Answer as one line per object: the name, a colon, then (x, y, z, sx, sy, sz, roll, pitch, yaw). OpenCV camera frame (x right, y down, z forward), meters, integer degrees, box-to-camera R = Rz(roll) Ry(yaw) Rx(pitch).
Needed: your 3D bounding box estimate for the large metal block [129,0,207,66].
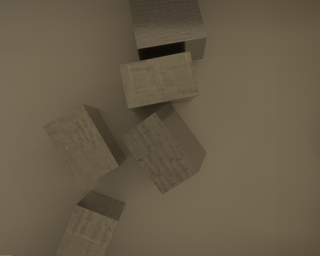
large metal block: (0.008, -0.127, 0.389, 0.080, 0.050, 0.080, -10, 73, -1)

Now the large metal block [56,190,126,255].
large metal block: (-0.085, 0.131, 0.383, 0.050, 0.080, 0.080, 22, 90, 0)

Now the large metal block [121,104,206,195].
large metal block: (0.009, 0.022, 0.378, 0.050, 0.080, 0.080, -36, 91, 18)

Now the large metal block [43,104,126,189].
large metal block: (-0.088, 0.020, 0.383, 0.050, 0.080, 0.080, -30, 90, 0)

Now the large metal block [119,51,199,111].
large metal block: (-0.001, -0.054, 0.384, 0.080, 0.080, 0.050, -11, 91, 0)
